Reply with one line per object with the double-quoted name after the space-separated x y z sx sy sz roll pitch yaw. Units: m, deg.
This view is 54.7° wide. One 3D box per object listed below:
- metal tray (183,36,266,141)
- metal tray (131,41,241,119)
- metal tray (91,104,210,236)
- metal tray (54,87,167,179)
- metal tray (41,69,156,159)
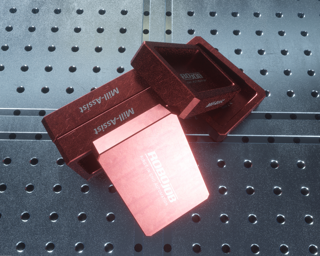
0.066 -0.056 0.429 0.090 0.030 0.130 -42 76 -14 "metal tray"
0.037 -0.062 0.375 0.090 0.030 0.131 49 32 15 "metal tray"
-0.006 0.050 0.344 0.090 0.129 0.030 -31 32 -11 "metal tray"
-0.049 0.008 0.372 0.131 0.090 0.030 -31 73 -11 "metal tray"
-0.066 -0.016 0.382 0.131 0.090 0.030 -31 73 -11 "metal tray"
